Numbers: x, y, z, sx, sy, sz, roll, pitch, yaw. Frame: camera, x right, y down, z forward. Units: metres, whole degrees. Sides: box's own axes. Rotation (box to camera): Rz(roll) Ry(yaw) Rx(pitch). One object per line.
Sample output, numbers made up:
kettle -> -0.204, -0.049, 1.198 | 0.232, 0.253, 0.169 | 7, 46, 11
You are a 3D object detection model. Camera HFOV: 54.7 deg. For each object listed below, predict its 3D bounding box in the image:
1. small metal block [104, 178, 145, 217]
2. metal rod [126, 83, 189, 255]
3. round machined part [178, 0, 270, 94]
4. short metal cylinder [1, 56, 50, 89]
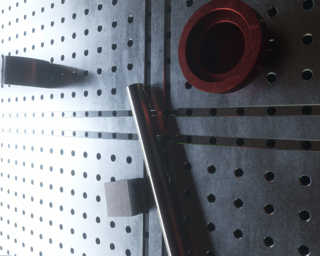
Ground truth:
small metal block -> -0.053, 0.101, 0.451 | 0.050, 0.025, 0.050 | -14, 81, 38
metal rod -> 0.003, 0.083, 0.405 | 0.025, 0.025, 0.299 | -24, 75, 37
round machined part -> 0.072, -0.085, 0.338 | 0.098, 0.042, 0.097 | 0, 90, 39
short metal cylinder -> -0.249, -0.102, 0.575 | 0.080, 0.081, 0.050 | 9, 96, 39
